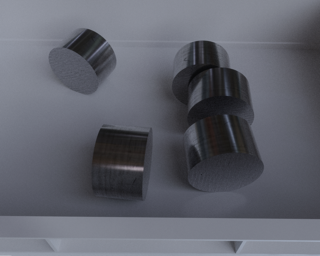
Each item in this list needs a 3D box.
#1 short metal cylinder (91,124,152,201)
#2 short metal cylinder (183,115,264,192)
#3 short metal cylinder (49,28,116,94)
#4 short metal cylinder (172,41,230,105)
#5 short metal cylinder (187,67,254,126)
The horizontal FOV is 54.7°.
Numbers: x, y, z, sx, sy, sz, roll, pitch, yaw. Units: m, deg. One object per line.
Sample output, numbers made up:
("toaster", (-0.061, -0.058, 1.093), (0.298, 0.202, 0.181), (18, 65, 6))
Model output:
("short metal cylinder", (-0.038, 0.037, 0.338), (0.050, 0.080, 0.080), (5, 50, 4))
("short metal cylinder", (0.068, 0.030, 0.345), (0.081, 0.080, 0.050), (-3, 50, -3))
("short metal cylinder", (-0.111, -0.096, 0.448), (0.080, 0.080, 0.050), (19, 53, 15))
("short metal cylinder", (0.058, -0.074, 0.432), (0.080, 0.080, 0.050), (3, 50, 2))
("short metal cylinder", (0.076, -0.030, 0.396), (0.080, 0.080, 0.050), (3, 50, 2))
